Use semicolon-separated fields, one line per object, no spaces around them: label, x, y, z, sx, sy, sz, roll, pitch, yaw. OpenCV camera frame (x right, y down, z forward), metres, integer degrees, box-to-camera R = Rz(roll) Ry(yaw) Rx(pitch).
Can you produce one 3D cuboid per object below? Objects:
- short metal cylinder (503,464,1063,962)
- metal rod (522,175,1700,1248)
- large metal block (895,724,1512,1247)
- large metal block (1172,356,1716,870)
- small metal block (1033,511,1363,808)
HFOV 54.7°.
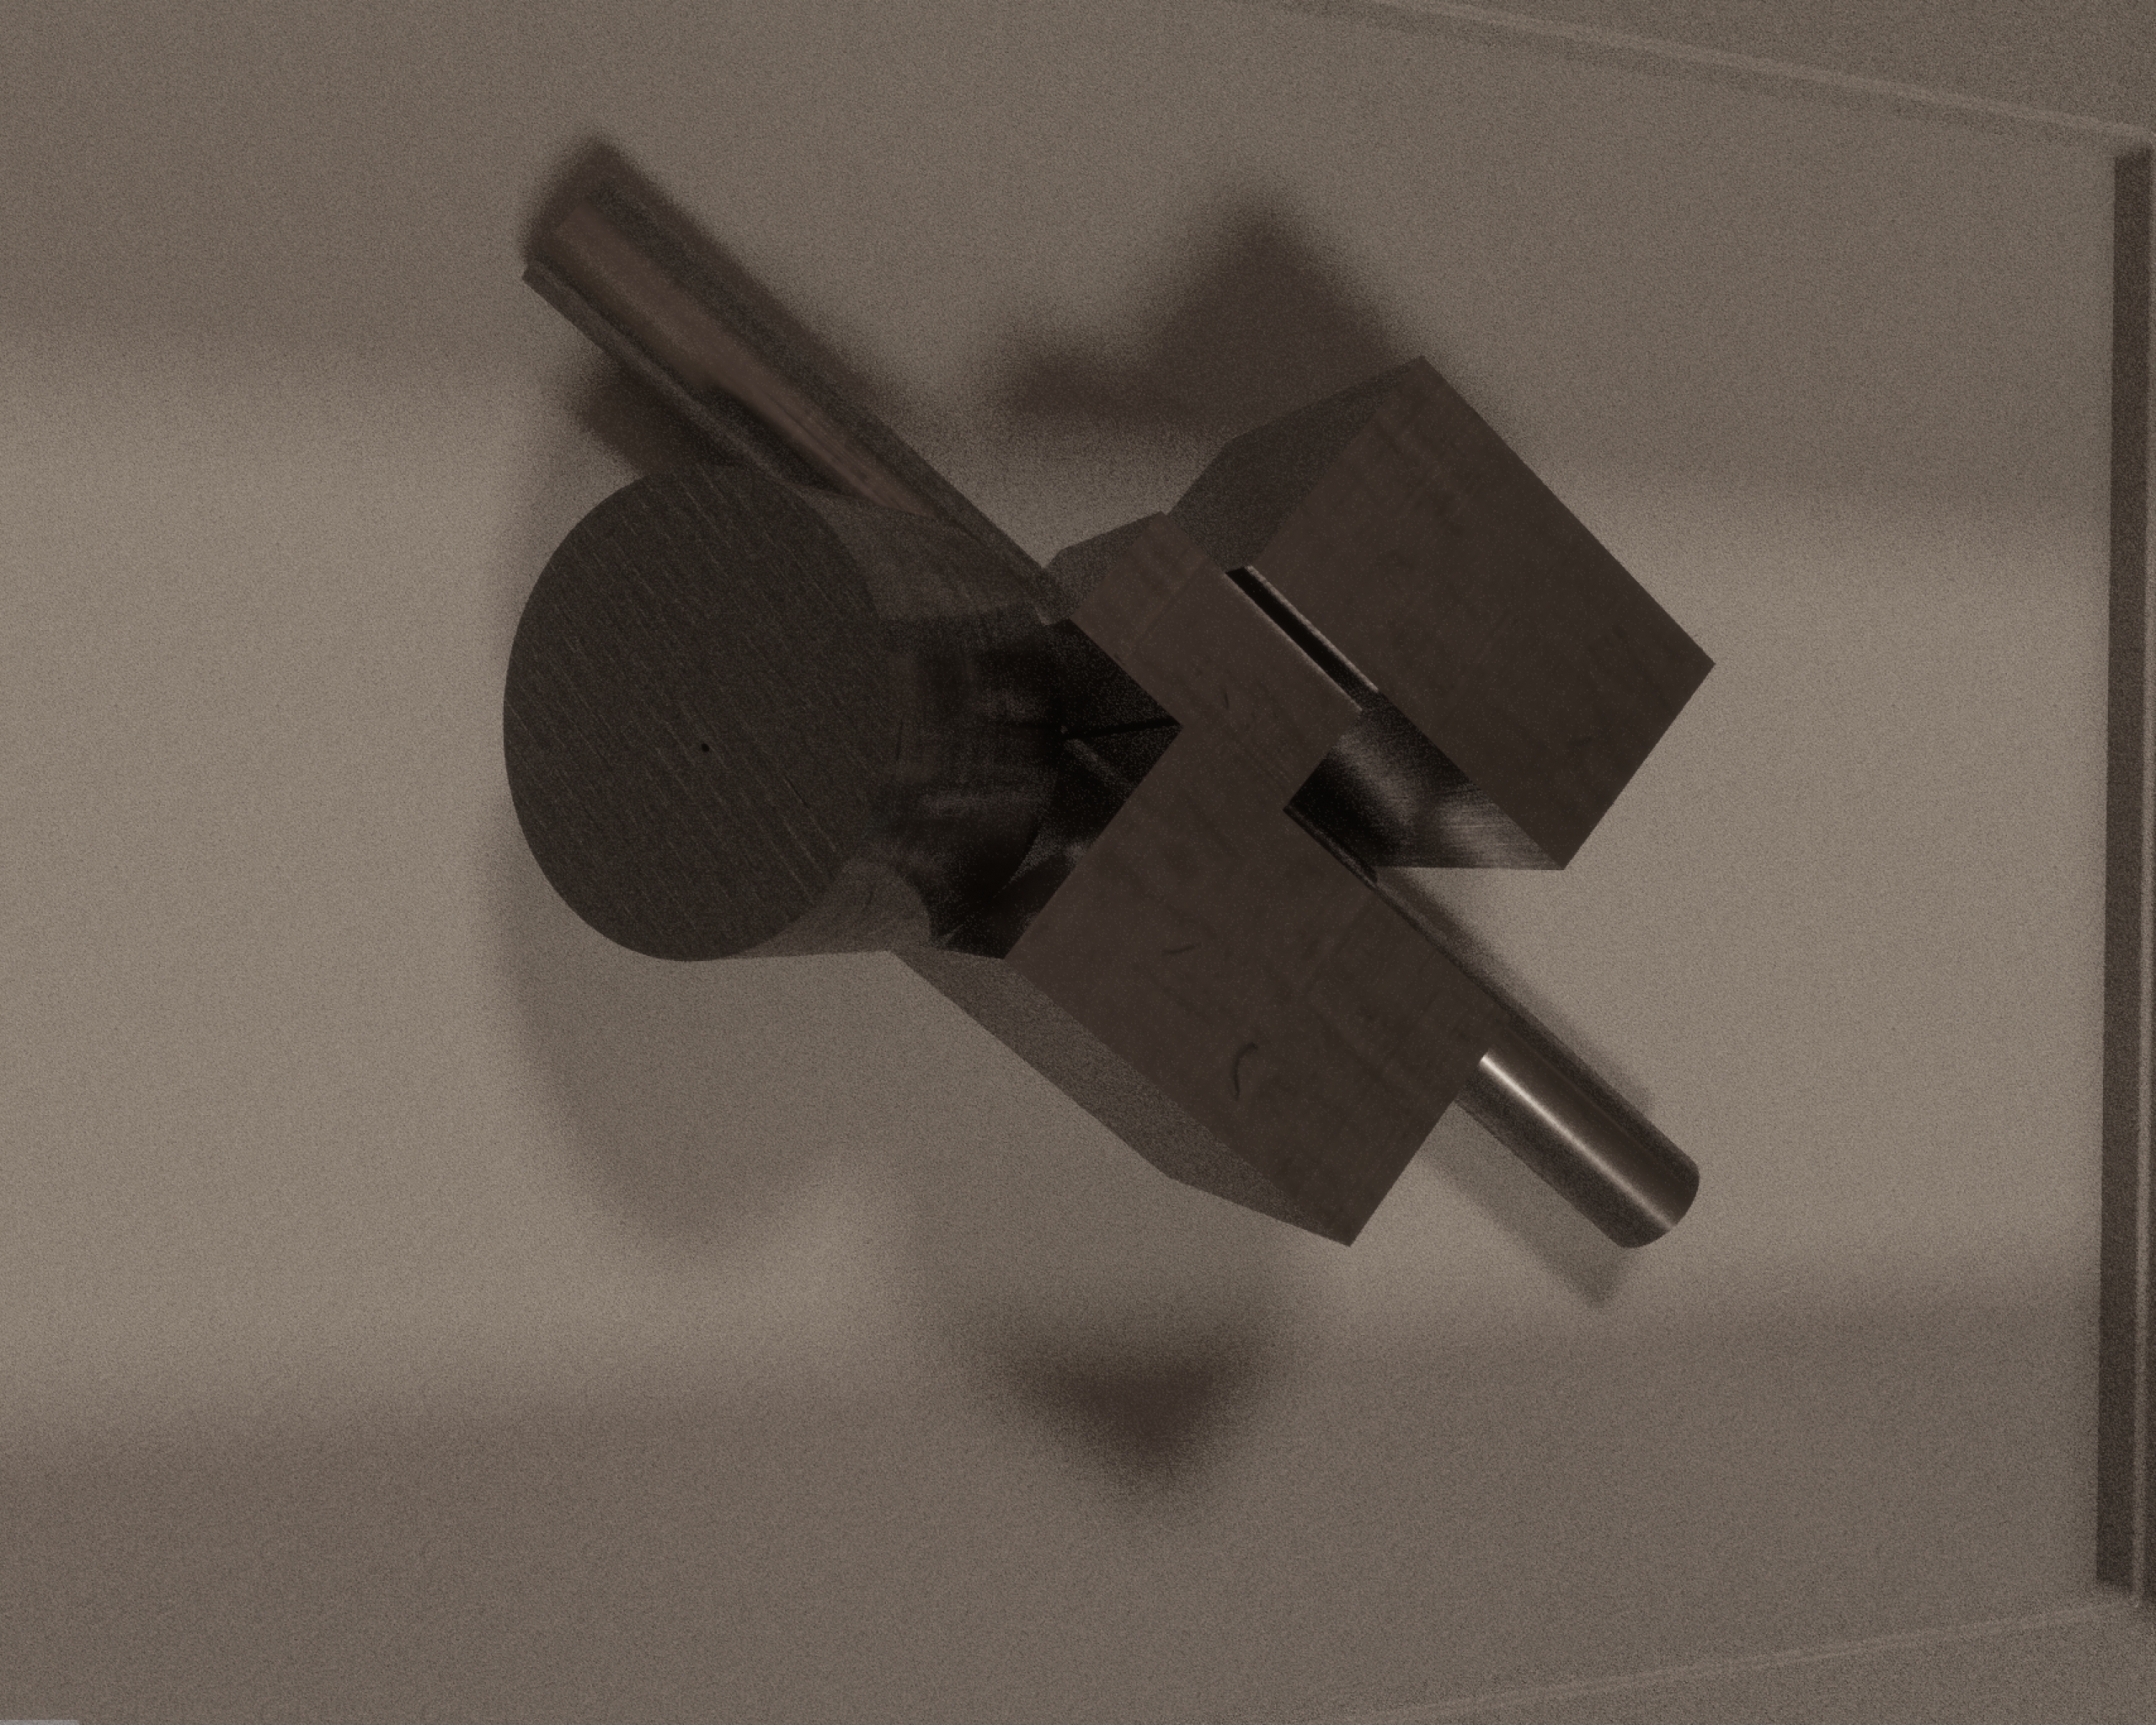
short metal cylinder;-0.050;-0.024;0.356;0.050;0.080;0.079;1;90;-60
metal rod;0.017;-0.020;0.417;0.300;0.025;0.025;41;77;-16
large metal block;0.018;0.021;0.388;0.080;0.080;0.050;41;77;-16
large metal block;0.059;-0.044;0.404;0.080;0.080;0.050;42;77;-16
small metal block;0.016;-0.034;0.378;0.050;0.050;0.025;43;77;-16
